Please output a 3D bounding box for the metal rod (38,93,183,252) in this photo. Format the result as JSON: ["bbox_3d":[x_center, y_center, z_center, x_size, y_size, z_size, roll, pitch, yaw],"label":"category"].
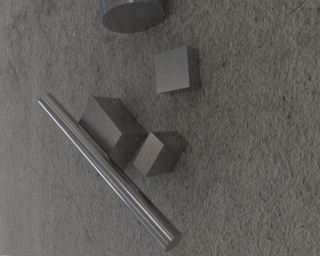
[{"bbox_3d":[-0.082,0.039,0.407,0.300,0.025,0.025,41,115,32],"label":"metal rod"}]

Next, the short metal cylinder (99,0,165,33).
[{"bbox_3d":[-0.038,-0.164,0.400,0.080,0.081,0.050,-15,80,39],"label":"short metal cylinder"}]

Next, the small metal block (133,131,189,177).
[{"bbox_3d":[0.002,0.032,0.387,0.025,0.050,0.050,43,116,31],"label":"small metal block"}]

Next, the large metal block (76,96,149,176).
[{"bbox_3d":[-0.076,0.011,0.451,0.080,0.050,0.080,49,119,29],"label":"large metal block"}]

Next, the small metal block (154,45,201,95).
[{"bbox_3d":[0.022,-0.071,0.387,0.050,0.025,0.050,-6,86,39],"label":"small metal block"}]
